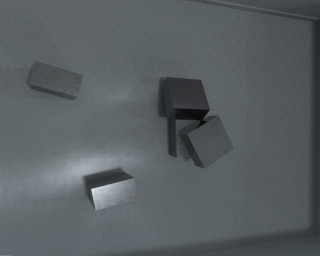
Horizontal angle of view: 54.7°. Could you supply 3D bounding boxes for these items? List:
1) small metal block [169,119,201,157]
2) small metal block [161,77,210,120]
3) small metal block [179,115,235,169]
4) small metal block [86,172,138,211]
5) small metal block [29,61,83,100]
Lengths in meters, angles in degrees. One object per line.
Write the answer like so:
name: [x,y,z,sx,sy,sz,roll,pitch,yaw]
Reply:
small metal block: [0.041,0.013,0.425,0.050,0.025,0.050,-2,91,-20]
small metal block: [0.033,-0.038,0.410,0.050,0.025,0.050,1,58,-20]
small metal block: [0.062,0.017,0.407,0.050,0.025,0.050,-30,101,-18]
small metal block: [-0.059,0.075,0.375,0.050,0.050,0.025,-12,94,-20]
small metal block: [-0.118,-0.052,0.353,0.050,0.050,0.025,14,86,-20]
